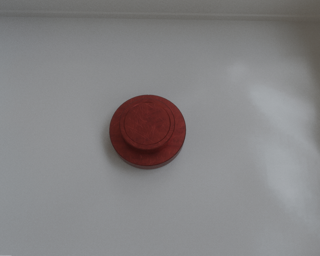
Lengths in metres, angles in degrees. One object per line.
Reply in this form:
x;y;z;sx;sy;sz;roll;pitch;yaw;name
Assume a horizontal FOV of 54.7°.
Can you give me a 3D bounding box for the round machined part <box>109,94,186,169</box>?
-0.016;0.001;0.396;0.099;0.042;0.098;0;70;-1;round machined part
